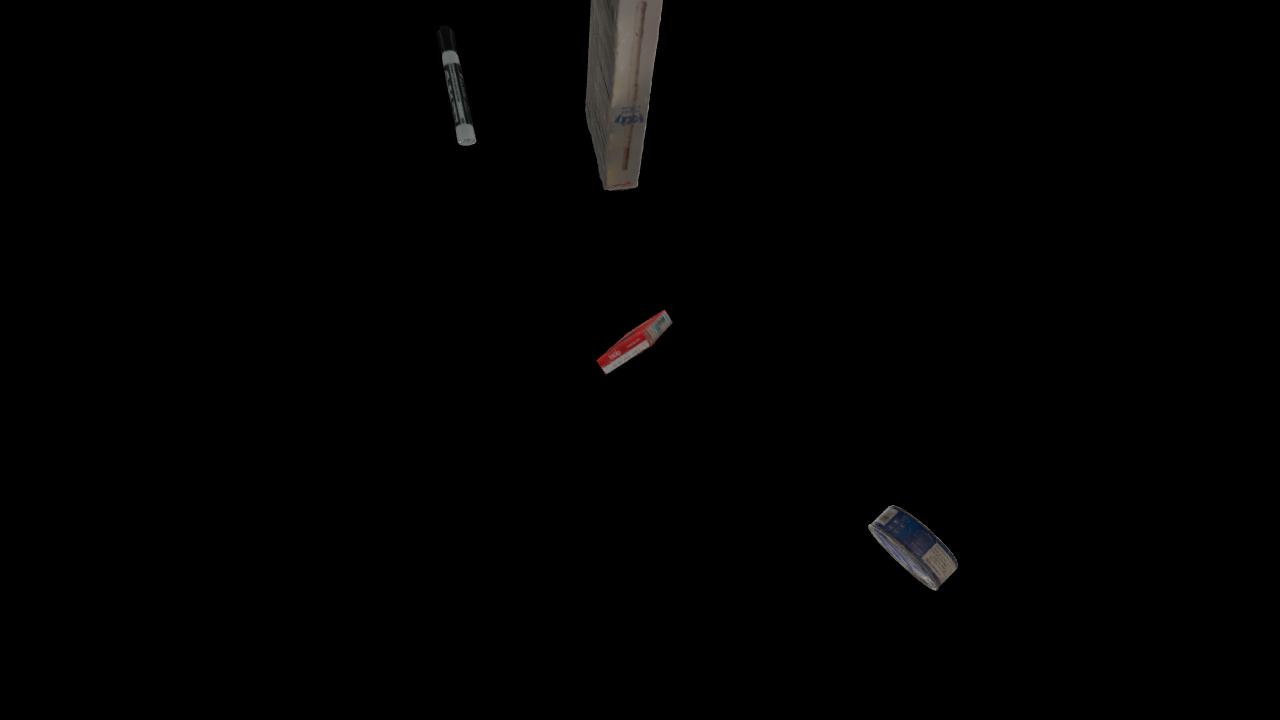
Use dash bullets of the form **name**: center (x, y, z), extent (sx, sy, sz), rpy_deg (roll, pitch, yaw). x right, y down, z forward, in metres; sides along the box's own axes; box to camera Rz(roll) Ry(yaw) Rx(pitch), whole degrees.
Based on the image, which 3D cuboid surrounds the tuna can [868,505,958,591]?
- **tuna can**: center (0.273, 0.187, 0.618), extent (0.034, 0.084, 0.084), rpy_deg (-43, 4, -4)

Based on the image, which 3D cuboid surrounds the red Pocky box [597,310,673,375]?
- **red Pocky box**: center (-0.005, -0.029, 0.908), extent (0.083, 0.028, 0.155), rpy_deg (-33, 5, 20)

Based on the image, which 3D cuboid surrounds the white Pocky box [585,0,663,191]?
- **white Pocky box**: center (-0.014, -0.190, 0.389), extent (0.028, 0.084, 0.154), rpy_deg (-8, -25, -11)

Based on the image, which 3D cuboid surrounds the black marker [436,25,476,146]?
- **black marker**: center (-0.188, -0.281, 0.628), extent (0.020, 0.121, 0.020), rpy_deg (-12, -1, 0)
